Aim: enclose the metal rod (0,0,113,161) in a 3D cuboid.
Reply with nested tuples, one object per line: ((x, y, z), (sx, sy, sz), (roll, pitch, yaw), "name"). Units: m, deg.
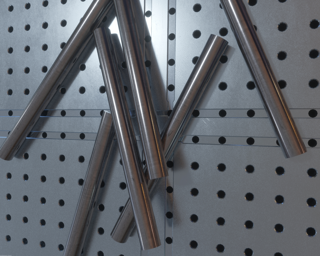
((-0.163, -0.072, 0.470), (0.025, 0.025, 0.299), (41, 103, 15), "metal rod")

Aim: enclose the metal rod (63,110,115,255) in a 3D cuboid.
((-0.110, 0.121, 0.452), (0.025, 0.025, 0.298), (19, 96, 19), "metal rod")

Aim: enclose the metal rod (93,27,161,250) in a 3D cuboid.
((-0.047, 0.004, 0.411), (0.025, 0.025, 0.299), (-19, 77, 19), "metal rod")

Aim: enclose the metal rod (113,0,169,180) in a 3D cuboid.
((-0.032, -0.082, 0.409), (0.025, 0.025, 0.299), (-16, 79, 19), "metal rod")

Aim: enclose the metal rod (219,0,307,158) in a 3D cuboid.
((0.105, -0.108, 0.375), (0.025, 0.025, 0.299), (-23, 83, 18), "metal rod")

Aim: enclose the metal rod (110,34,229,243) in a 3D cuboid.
((0.008, 0.021, 0.409), (0.025, 0.025, 0.299), (29, 99, 17), "metal rod")
